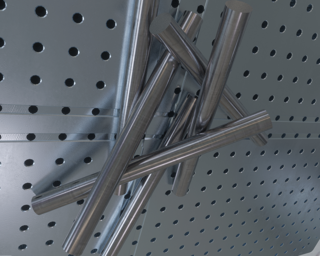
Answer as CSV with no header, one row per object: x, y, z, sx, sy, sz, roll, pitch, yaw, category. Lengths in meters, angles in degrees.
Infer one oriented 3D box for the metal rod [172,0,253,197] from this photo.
0.051,-0.006,0.383,0.025,0.025,0.298,-12,140,-22,metal rod

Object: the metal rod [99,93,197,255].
-0.020,0.086,0.452,0.025,0.025,0.298,17,110,-35,metal rod

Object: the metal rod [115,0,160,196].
-0.031,-0.045,0.365,0.025,0.025,0.298,-3,120,-27,metal rod

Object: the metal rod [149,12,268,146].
0.084,-0.040,0.403,0.025,0.025,0.301,-48,138,6,metal rod

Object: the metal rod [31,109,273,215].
-0.014,0.043,0.376,0.301,0.025,0.025,-21,129,5,metal rod

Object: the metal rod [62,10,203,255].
-0.031,0.006,0.354,0.025,0.025,0.299,28,90,-37,metal rod
